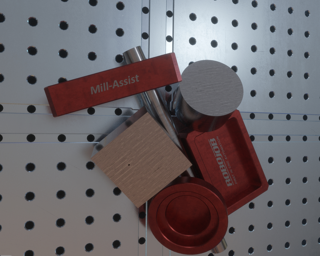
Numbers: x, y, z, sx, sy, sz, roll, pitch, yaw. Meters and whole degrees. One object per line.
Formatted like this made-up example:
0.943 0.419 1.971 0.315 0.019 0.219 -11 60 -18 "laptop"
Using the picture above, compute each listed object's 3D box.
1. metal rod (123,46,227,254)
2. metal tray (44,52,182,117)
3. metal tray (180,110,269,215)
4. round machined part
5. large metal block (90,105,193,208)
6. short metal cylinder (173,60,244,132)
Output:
0.024 0.035 0.417 0.025 0.025 0.299 -27 99 -18 "metal rod"
-0.049 -0.047 0.341 0.131 0.090 0.030 -17 98 -5 "metal tray"
0.091 0.048 0.440 0.091 0.030 0.129 -27 99 -18 "metal tray"
0.036 0.108 0.398 0.098 0.042 0.097 2 104 9 "round machined part"
-0.022 0.032 0.368 0.080 0.050 0.080 -39 104 3 "large metal block"
0.060 -0.041 0.402 0.081 0.050 0.080 3 66 -7 "short metal cylinder"
